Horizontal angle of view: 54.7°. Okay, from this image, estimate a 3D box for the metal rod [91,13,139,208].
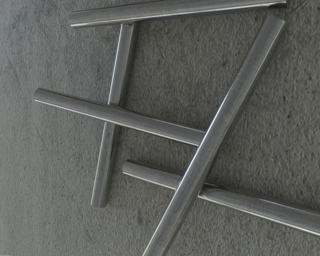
[{"bbox_3d":[-0.067,-0.025,0.460,0.025,0.025,0.298,19,102,38],"label":"metal rod"}]

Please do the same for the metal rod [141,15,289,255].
[{"bbox_3d":[0.053,0.026,0.336,0.025,0.025,0.298,33,103,35],"label":"metal rod"}]

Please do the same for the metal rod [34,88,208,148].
[{"bbox_3d":[-0.068,-0.019,0.430,0.300,0.025,0.025,15,100,29],"label":"metal rod"}]

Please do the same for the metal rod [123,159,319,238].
[{"bbox_3d":[0.071,0.075,0.346,0.300,0.025,0.025,9,96,39],"label":"metal rod"}]

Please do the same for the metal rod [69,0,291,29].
[{"bbox_3d":[0.000,-0.145,0.382,0.300,0.025,0.025,7,95,32],"label":"metal rod"}]
